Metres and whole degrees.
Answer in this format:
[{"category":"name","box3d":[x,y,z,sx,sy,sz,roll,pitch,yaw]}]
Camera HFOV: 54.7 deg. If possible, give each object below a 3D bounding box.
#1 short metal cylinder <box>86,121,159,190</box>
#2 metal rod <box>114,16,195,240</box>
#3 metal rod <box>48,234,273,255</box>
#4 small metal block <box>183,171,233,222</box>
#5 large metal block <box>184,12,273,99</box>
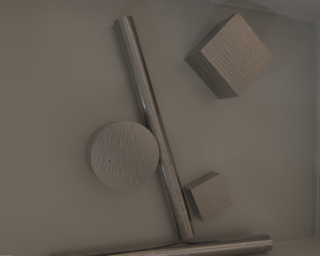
[{"category":"short metal cylinder","box3d":[-0.047,0.032,0.381,0.081,0.050,0.079,0,90,-20]},{"category":"metal rod","box3d":[-0.005,0.005,0.409,0.025,0.025,0.298,-18,96,-19]},{"category":"metal rod","box3d":[0.012,0.165,0.407,0.302,0.025,0.025,1,90,-17]},{"category":"small metal block","box3d":[0.068,0.096,0.437,0.050,0.025,0.050,-25,99,-19]},{"category":"large metal block","box3d":[0.096,-0.098,0.434,0.080,0.050,0.080,46,76,-15]}]
